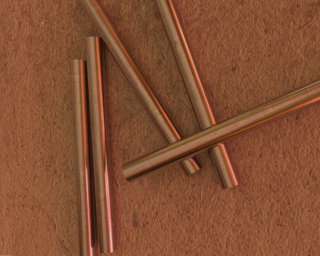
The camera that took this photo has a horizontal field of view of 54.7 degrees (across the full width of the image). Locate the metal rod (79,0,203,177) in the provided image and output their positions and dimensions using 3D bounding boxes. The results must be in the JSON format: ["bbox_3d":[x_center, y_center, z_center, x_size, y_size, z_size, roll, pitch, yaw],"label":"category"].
[{"bbox_3d":[-0.033,-0.070,0.420,0.025,0.025,0.299,-34,79,17],"label":"metal rod"}]

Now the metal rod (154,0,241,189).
[{"bbox_3d":[0.038,-0.070,0.395,0.025,0.025,0.299,-21,83,19],"label":"metal rod"}]

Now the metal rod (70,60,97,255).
[{"bbox_3d":[-0.110,0.052,0.447,0.025,0.025,0.298,-3,89,20],"label":"metal rod"}]

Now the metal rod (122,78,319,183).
[{"bbox_3d":[0.095,-0.005,0.353,0.301,0.025,0.025,-24,82,10],"label":"metal rod"}]

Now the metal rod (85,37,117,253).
[{"bbox_3d":[-0.083,0.022,0.438,0.025,0.025,0.298,-5,88,20],"label":"metal rod"}]
